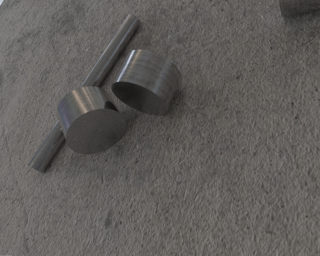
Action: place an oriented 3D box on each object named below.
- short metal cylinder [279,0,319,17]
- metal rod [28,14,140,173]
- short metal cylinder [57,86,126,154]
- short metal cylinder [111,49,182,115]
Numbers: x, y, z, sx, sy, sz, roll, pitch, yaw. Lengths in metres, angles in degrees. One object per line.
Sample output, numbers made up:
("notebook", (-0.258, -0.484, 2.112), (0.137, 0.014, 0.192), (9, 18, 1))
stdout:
("short metal cylinder", (0.177, -0.187, 0.390), (0.050, 0.080, 0.080), (-5, 60, 26))
("metal rod", (-0.116, -0.064, 0.504), (0.025, 0.025, 0.300), (18, 71, 35))
("short metal cylinder", (-0.094, -0.010, 0.424), (0.080, 0.080, 0.050), (-37, 51, 4))
("short metal cylinder", (-0.018, -0.059, 0.414), (0.080, 0.080, 0.050), (10, 67, 32))
